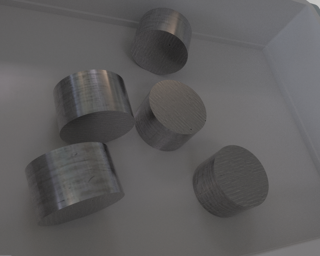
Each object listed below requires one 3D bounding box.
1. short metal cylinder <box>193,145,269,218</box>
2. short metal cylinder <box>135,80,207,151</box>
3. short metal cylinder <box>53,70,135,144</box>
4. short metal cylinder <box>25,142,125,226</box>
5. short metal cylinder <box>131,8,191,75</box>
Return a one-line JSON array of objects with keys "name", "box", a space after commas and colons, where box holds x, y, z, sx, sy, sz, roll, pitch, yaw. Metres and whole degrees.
[{"name": "short metal cylinder", "box": [0.089, 0.068, 0.396, 0.081, 0.050, 0.080, 14, 56, -21]}, {"name": "short metal cylinder", "box": [0.013, -0.016, 0.406, 0.081, 0.050, 0.080, 14, 56, -21]}, {"name": "short metal cylinder", "box": [-0.073, -0.020, 0.343, 0.081, 0.080, 0.050, -3, 64, -30]}, {"name": "short metal cylinder", "box": [-0.080, 0.054, 0.294, 0.081, 0.080, 0.050, -10, 67, -32]}, {"name": "short metal cylinder", "box": [0.003, -0.124, 0.447, 0.080, 0.080, 0.050, 22, 54, -15]}]
